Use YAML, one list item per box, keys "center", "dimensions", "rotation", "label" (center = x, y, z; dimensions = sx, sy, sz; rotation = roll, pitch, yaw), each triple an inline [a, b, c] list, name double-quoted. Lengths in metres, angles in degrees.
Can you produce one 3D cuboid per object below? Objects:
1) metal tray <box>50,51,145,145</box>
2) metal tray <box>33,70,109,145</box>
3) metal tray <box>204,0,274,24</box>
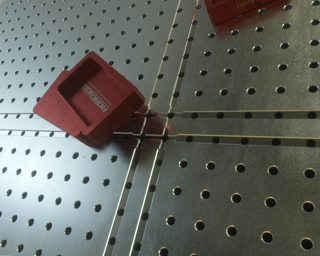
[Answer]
- center: [-0.092, -0.047, 0.441]
  dimensions: [0.090, 0.030, 0.130]
  rotation: [-45, 52, -3]
  label: "metal tray"
- center: [-0.136, -0.037, 0.497]
  dimensions: [0.130, 0.030, 0.090]
  rotation: [24, 74, 36]
  label: "metal tray"
- center: [0.129, -0.221, 0.471]
  dimensions: [0.130, 0.030, 0.090]
  rotation: [-19, 54, 16]
  label: "metal tray"
